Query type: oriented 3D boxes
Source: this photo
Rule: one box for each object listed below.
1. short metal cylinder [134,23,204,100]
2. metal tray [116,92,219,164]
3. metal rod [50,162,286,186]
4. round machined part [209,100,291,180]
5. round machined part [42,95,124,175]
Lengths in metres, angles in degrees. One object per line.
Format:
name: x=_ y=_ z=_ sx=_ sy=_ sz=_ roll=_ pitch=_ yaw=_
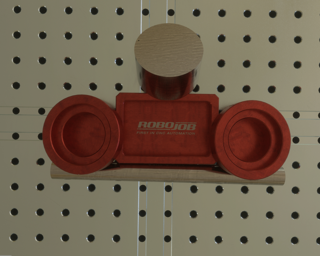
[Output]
short metal cylinder: x=0.010 y=-0.081 z=0.382 sx=0.081 sy=0.050 sz=0.080 roll=0 pitch=64 yaw=0
metal tray: x=0.009 y=0.000 z=0.406 sx=0.131 sy=0.030 sz=0.089 roll=1 pitch=91 yaw=-1
metal rod: x=0.011 y=0.059 z=0.409 sx=0.302 sy=0.025 sz=0.025 roll=2 pitch=90 yaw=0
round machined part: x=0.111 y=0.015 z=0.397 sx=0.099 sy=0.042 sz=0.097 roll=0 pitch=88 yaw=-8
round machined part: x=-0.094 y=0.009 z=0.395 sx=0.099 sy=0.042 sz=0.097 roll=0 pitch=87 yaw=8
